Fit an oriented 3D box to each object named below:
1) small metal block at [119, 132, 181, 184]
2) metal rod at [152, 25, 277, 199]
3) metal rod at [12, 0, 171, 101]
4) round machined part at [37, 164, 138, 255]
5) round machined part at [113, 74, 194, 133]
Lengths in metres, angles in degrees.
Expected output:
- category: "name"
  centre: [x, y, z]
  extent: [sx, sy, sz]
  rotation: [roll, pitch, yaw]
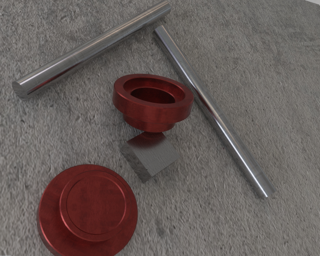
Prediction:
- category: "small metal block"
  centre: [-0.012, 0.031, 0.378]
  extent: [0.050, 0.025, 0.050]
  rotation: [-30, 78, -38]
- category: "metal rod"
  centre: [0.074, -0.032, 0.462]
  extent: [0.025, 0.025, 0.299]
  rotation: [-21, 73, -36]
- category: "metal rod"
  centre: [-0.074, -0.124, 0.439]
  extent: [0.025, 0.025, 0.302]
  rotation: [43, 51, 1]
- category: "round machined part"
  centre: [-0.068, 0.081, 0.307]
  extent: [0.099, 0.042, 0.098]
  rotation: [14, 56, -21]
- category: "round machined part"
  centre: [-0.010, -0.030, 0.388]
  extent: [0.099, 0.042, 0.098]
  rotation: [9, 30, -5]
